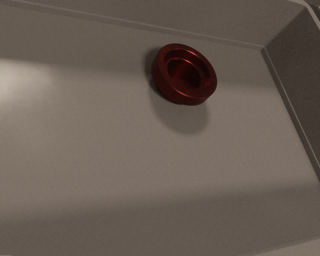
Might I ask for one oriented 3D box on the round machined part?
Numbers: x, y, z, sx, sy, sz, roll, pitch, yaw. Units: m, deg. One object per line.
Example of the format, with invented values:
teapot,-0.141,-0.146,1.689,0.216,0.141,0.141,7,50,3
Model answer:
round machined part,0.032,-0.074,0.459,0.099,0.042,0.098,14,56,-21
